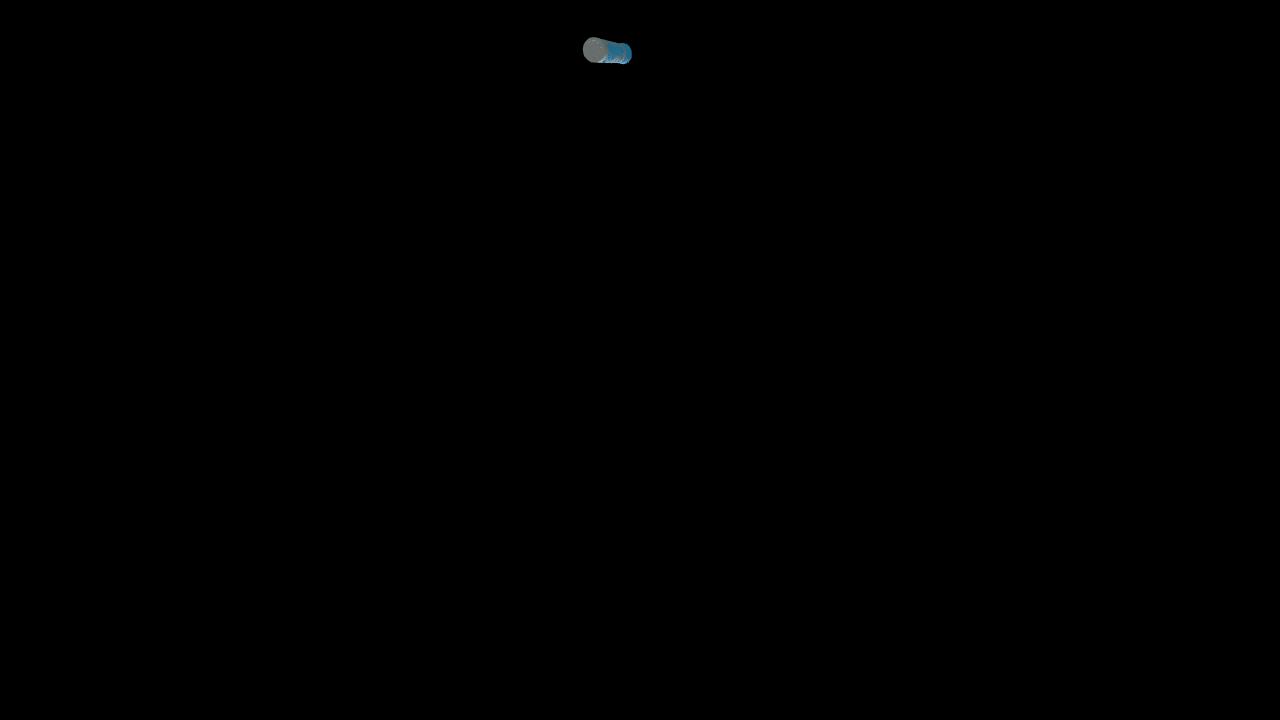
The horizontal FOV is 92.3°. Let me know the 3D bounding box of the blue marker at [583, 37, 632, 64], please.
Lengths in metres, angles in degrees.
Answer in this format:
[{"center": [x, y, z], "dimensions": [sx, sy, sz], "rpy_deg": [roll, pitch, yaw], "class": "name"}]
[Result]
[{"center": [-0.027, -0.279, 0.557], "dimensions": [0.020, 0.020, 0.121], "rpy_deg": [0, 24, 12], "class": "blue marker"}]
